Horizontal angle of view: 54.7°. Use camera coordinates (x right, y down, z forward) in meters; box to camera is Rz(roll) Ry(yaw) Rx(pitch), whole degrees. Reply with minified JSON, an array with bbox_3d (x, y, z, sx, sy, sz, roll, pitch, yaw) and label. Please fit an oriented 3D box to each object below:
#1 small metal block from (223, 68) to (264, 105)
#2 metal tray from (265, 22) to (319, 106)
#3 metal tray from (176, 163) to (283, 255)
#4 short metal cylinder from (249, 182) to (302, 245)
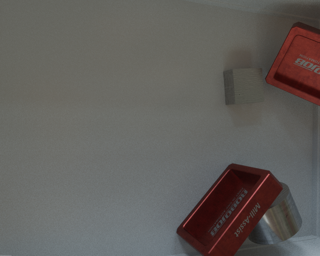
[{"bbox_3d":[0.124,-0.061,0.458,0.050,0.025,0.050,-5,92,-20],"label":"small metal block"},{"bbox_3d":[0.229,-0.081,0.435,0.130,0.089,0.030,27,38,13],"label":"metal tray"},{"bbox_3d":[0.089,0.109,0.410,0.030,0.090,0.130,46,75,-15],"label":"metal tray"},{"bbox_3d":[0.151,0.118,0.439,0.081,0.080,0.050,-28,100,-18],"label":"short metal cylinder"}]
